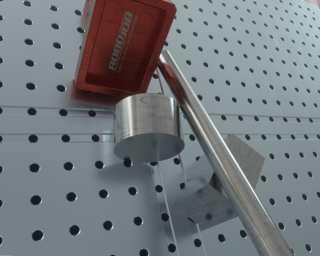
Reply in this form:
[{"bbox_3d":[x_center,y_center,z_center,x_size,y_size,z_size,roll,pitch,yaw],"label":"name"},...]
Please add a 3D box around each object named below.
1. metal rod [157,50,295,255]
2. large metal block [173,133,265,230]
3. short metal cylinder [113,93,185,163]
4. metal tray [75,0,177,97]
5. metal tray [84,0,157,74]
[{"bbox_3d":[0.053,0.009,0.340,0.025,0.025,0.300,1,45,-28],"label":"metal rod"},{"bbox_3d":[0.070,0.065,0.371,0.050,0.080,0.080,38,51,-3],"label":"large metal block"},{"bbox_3d":[-0.014,0.002,0.364,0.081,0.080,0.050,8,58,-24],"label":"short metal cylinder"},{"bbox_3d":[-0.045,-0.103,0.379,0.091,0.129,0.030,9,33,-24],"label":"metal tray"},{"bbox_3d":[-0.058,-0.139,0.457,0.091,0.030,0.130,2,61,-28],"label":"metal tray"}]
